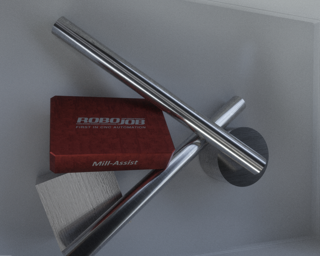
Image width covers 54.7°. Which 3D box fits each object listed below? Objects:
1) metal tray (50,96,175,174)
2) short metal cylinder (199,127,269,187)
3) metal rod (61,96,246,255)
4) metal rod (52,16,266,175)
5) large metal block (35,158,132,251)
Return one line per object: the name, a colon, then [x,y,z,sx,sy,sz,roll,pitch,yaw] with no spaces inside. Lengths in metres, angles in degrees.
metal tray: [-0.057,0.005,0.356,0.131,0.030,0.090,0,46,-19]
short metal cylinder: [0.103,0.038,0.434,0.081,0.050,0.079,0,90,-21]
metal rod: [0.013,0.047,0.376,0.302,0.025,0.025,-39,103,-30]
metal rod: [0.003,-0.037,0.380,0.301,0.025,0.025,35,78,-5]
large metal block: [-0.089,0.083,0.360,0.081,0.050,0.080,-20,97,-19]
